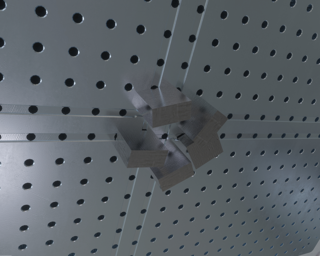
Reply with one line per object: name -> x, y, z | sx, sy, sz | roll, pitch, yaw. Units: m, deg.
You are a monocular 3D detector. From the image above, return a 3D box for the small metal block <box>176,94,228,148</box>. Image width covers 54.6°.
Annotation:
small metal block -> 0.055, -0.010, 0.418 | 0.025, 0.050, 0.050 | 32, 101, -38

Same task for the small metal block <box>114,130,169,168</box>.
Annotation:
small metal block -> -0.025, 0.026, 0.397 | 0.050, 0.050, 0.025 | 2, 118, -29

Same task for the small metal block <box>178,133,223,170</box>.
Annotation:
small metal block -> 0.061, 0.025, 0.459 | 0.050, 0.025, 0.050 | -32, 129, -8

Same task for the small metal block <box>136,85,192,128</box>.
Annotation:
small metal block -> 0.004, -0.028, 0.379 | 0.050, 0.050, 0.025 | -14, 124, -21

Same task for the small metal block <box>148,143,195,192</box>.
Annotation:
small metal block -> 0.012, 0.054, 0.434 | 0.050, 0.050, 0.025 | -26, 128, -12
